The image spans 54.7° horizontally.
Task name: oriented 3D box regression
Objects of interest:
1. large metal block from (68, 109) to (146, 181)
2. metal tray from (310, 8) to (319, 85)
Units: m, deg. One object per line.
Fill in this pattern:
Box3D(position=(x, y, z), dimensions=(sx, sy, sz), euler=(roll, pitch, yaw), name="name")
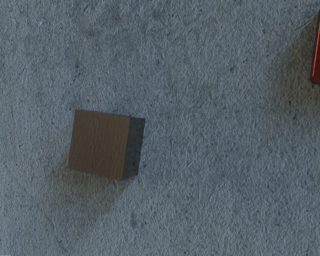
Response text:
Box3D(position=(-0.071, 0.020, 0.420), dimensions=(0.080, 0.050, 0.079), euler=(9, 93, 19), name="large metal block")
Box3D(position=(0.235, -0.087, 0.324), dimensions=(0.130, 0.030, 0.089), euler=(8, 92, 19), name="metal tray")
